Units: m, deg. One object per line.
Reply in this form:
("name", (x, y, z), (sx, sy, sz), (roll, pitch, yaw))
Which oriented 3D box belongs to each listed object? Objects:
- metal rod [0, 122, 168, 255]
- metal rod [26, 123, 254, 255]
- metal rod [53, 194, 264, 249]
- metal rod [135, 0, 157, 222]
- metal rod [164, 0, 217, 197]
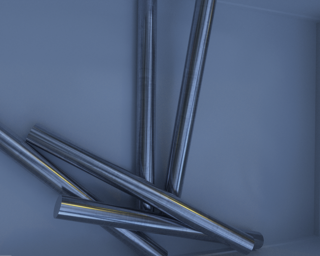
("metal rod", (-0.108, 0.072, 0.365), (0.300, 0.025, 0.025), (42, 77, -13))
("metal rod", (-0.017, 0.078, 0.377), (0.301, 0.025, 0.025), (29, 80, -8))
("metal rod", (0.019, 0.125, 0.395), (0.302, 0.025, 0.025), (19, 84, -28))
("metal rod", (-0.018, -0.023, 0.403), (0.025, 0.025, 0.298), (1, 90, -20))
("metal rod", (0.035, -0.029, 0.390), (0.025, 0.025, 0.298), (6, 101, -20))
